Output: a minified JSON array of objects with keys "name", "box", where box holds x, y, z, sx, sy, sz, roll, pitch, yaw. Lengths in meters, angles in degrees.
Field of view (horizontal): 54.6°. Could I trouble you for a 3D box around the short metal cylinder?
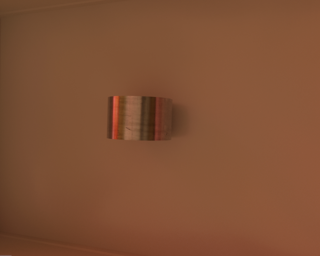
[{"name":"short metal cylinder","box":[-0.025,-0.012,0.387,0.080,0.080,0.050,2,91,20]}]
